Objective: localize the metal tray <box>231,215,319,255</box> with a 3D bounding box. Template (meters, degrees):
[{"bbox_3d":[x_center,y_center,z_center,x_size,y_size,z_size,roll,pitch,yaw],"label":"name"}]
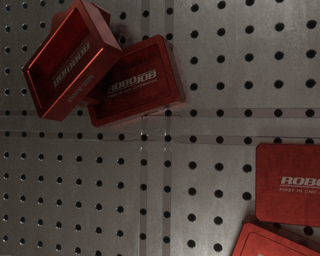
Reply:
[{"bbox_3d":[0.147,0.170,0.357,0.130,0.030,0.089,21,97,18],"label":"metal tray"}]

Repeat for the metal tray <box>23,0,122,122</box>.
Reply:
[{"bbox_3d":[-0.113,-0.081,0.385,0.130,0.030,0.090,-41,61,23],"label":"metal tray"}]

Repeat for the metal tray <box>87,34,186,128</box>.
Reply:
[{"bbox_3d":[-0.040,-0.060,0.423,0.130,0.030,0.090,-17,85,18],"label":"metal tray"}]

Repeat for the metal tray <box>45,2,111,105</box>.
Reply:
[{"bbox_3d":[-0.117,-0.098,0.429,0.090,0.030,0.129,2,84,36],"label":"metal tray"}]

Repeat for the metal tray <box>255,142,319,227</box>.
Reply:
[{"bbox_3d":[0.176,0.063,0.348,0.130,0.030,0.089,1,90,19],"label":"metal tray"}]
